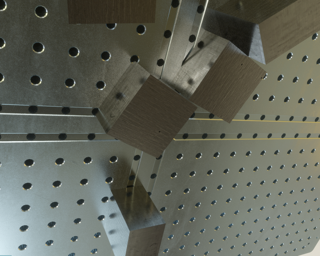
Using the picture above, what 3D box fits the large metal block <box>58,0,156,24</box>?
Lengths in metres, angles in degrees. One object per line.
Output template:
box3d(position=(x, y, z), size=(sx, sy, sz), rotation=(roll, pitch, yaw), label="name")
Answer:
box3d(position=(-0.049, -0.141, 0.281), size=(0.081, 0.050, 0.079), rotation=(-9, 123, -24), label="large metal block")

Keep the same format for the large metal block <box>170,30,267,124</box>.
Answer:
box3d(position=(0.074, -0.063, 0.396), size=(0.080, 0.050, 0.080), rotation=(25, 105, -37), label="large metal block")

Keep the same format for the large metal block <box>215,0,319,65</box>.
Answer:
box3d(position=(0.125, -0.128, 0.364), size=(0.080, 0.080, 0.050), rotation=(-33, 129, -7), label="large metal block")

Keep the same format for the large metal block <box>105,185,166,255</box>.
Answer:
box3d(position=(-0.038, 0.141, 0.441), size=(0.050, 0.080, 0.079), rotation=(-3, 120, -27), label="large metal block")

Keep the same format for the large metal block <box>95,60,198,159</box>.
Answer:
box3d(position=(-0.017, -0.021, 0.372), size=(0.080, 0.050, 0.080), rotation=(30, 102, -38), label="large metal block")
